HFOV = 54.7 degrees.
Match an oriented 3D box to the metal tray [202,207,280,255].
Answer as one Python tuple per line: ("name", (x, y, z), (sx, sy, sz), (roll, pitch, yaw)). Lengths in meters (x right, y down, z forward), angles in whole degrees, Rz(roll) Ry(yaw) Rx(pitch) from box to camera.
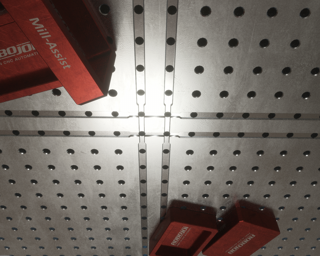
("metal tray", (0.148, 0.206, 0.586), (0.091, 0.030, 0.129), (21, 127, -17))

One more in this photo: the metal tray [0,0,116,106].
("metal tray", (-0.088, -0.097, 0.285), (0.030, 0.090, 0.130), (-18, 128, 14))

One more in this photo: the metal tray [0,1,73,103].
("metal tray", (-0.164, -0.079, 0.338), (0.131, 0.030, 0.090), (-13, 129, 10))

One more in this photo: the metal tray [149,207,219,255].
("metal tray", (0.041, 0.205, 0.583), (0.091, 0.030, 0.129), (15, 129, -13))
